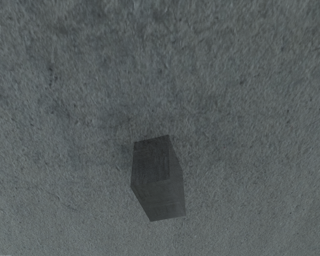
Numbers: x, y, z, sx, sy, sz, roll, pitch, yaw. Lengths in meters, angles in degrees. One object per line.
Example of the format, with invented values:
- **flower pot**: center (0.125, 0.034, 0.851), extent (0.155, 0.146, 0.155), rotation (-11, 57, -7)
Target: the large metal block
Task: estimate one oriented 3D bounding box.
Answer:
- **large metal block**: center (-0.001, 0.070, 0.430), extent (0.050, 0.080, 0.080), rotation (-13, 129, 11)
